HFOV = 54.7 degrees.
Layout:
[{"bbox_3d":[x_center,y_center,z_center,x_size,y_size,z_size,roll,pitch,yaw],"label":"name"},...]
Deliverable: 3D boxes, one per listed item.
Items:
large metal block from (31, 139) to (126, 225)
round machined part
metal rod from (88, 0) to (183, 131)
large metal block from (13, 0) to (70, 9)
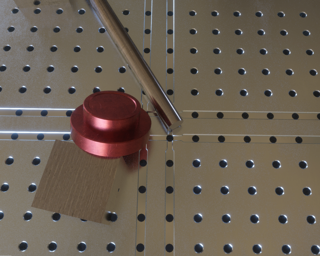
[{"bbox_3d":[-0.093,0.067,0.373,0.080,0.050,0.080,12,70,4],"label":"large metal block"},{"bbox_3d":[-0.059,-0.012,0.381,0.099,0.042,0.098,7,34,-4],"label":"round machined part"},{"bbox_3d":[-0.053,-0.126,0.457,0.025,0.025,0.299,-28,73,-10],"label":"metal rod"},{"bbox_3d":[-0.192,-0.241,0.485,0.081,0.050,0.080,-9,70,-3],"label":"large metal block"}]
